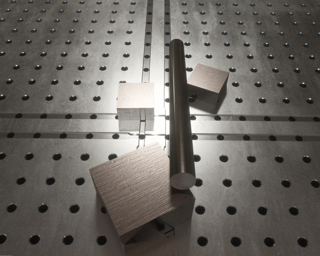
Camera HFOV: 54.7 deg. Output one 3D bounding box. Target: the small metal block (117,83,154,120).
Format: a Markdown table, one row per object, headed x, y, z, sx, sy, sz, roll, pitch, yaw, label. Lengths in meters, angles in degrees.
| x | y | z | sx | sy | sz | roll | pitch | yaw | label |
| --- | --- | --- | --- | --- | --- | --- | --- | --- | --- |
| -0.033 | -0.038 | 0.439 | 0.050 | 0.025 | 0.050 | -1 | 50 | -1 | small metal block |

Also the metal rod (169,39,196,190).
| x | y | z | sx | sy | sz | roll | pitch | yaw | label |
| --- | --- | --- | --- | --- | --- | --- | --- | --- | --- |
| 0.025 | -0.045 | 0.411 | 0.025 | 0.025 | 0.300 | 1 | 40 | 1 | metal rod |

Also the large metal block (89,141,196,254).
| x | y | z | sx | sy | sz | roll | pitch | yaw | label |
| --- | --- | --- | --- | --- | --- | --- | --- | --- | --- |
| -0.020 | 0.072 | 0.331 | 0.081 | 0.050 | 0.080 | -22 | 54 | -18 | large metal block |

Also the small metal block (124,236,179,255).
| x | y | z | sx | sy | sz | roll | pitch | yaw | label |
| --- | --- | --- | --- | --- | --- | --- | --- | --- | --- |
| -0.006 | 0.136 | 0.293 | 0.050 | 0.025 | 0.050 | -7 | 51 | -7 | small metal block |

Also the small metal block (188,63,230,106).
| x | y | z | sx | sy | sz | roll | pitch | yaw | label |
| --- | --- | --- | --- | --- | --- | --- | --- | --- | --- |
| 0.070 | -0.066 | 0.464 | 0.050 | 0.025 | 0.050 | 20 | 53 | 16 | small metal block |
